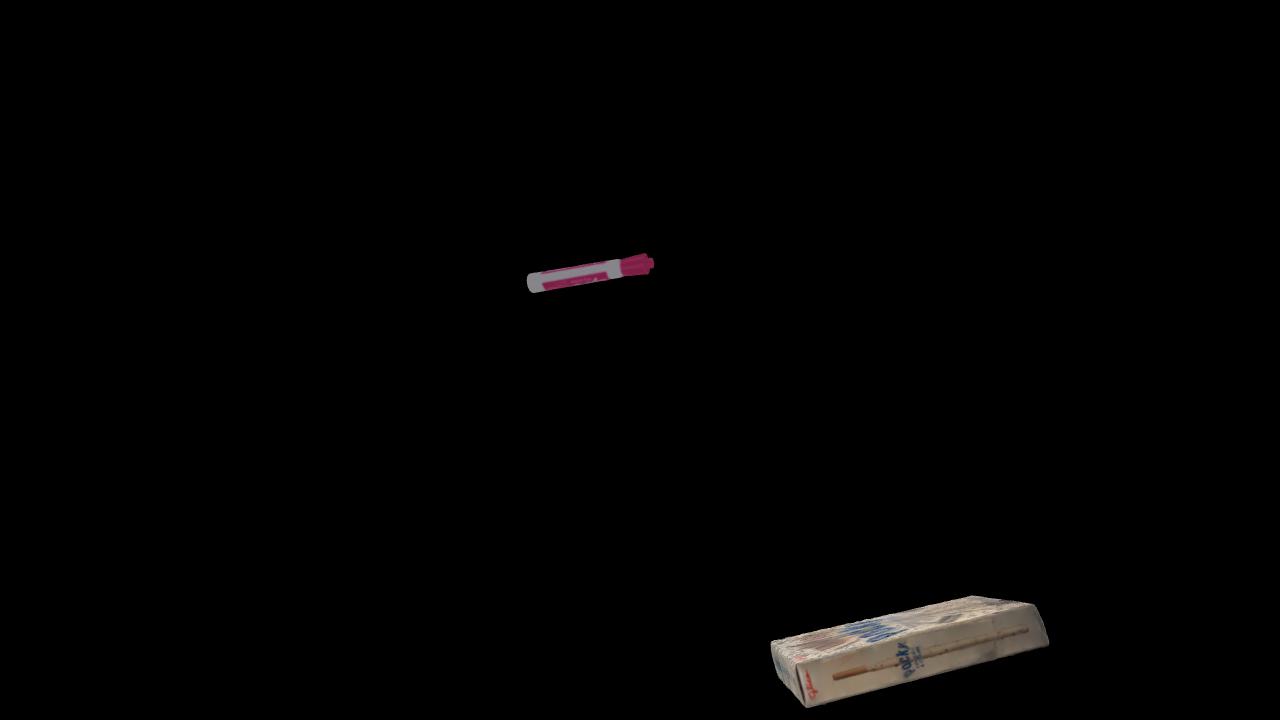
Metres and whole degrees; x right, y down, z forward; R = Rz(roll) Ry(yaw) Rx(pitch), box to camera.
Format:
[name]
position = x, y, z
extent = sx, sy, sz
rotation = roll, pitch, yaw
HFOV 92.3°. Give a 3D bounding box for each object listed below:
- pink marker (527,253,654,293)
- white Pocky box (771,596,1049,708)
[pink marker]
position = -0.046, -0.079, 0.561
extent = 0.121, 0.020, 0.020
rotation = -7, -2, 18
[white Pocky box]
position = 0.169, 0.187, 0.403
extent = 0.154, 0.028, 0.084
rotation = -12, -16, -2
